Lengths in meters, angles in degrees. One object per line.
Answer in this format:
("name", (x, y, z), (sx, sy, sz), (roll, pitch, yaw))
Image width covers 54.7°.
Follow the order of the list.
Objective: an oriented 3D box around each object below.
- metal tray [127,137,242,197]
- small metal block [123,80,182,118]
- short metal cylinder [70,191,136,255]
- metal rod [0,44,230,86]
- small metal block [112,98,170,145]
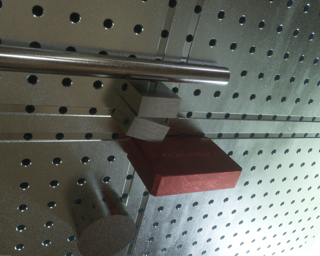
("metal tray", (0.032, 0.047, 0.417), (0.131, 0.090, 0.030), (1, 118, -29))
("small metal block", (-0.011, -0.035, 0.369), (0.050, 0.050, 0.025), (1, 118, -29))
("short metal cylinder", (-0.081, 0.136, 0.436), (0.081, 0.050, 0.079), (-14, 125, -21))
("metal rod", (-0.047, -0.067, 0.344), (0.303, 0.025, 0.025), (-1, 119, -29))
("small metal block", (-0.024, -0.008, 0.378), (0.050, 0.050, 0.025), (18, 109, -36))
